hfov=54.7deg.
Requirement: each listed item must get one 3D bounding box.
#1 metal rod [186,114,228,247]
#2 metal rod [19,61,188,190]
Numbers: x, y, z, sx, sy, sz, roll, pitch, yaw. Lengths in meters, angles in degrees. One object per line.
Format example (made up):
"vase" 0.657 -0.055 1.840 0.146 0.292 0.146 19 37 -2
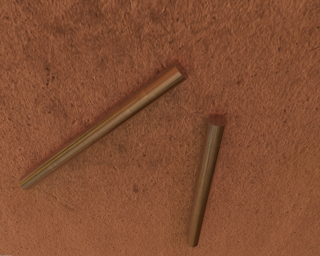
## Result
"metal rod" 0.068 0.103 0.496 0.025 0.025 0.298 2 130 -2
"metal rod" -0.090 0.009 0.413 0.299 0.025 0.025 -33 123 24
